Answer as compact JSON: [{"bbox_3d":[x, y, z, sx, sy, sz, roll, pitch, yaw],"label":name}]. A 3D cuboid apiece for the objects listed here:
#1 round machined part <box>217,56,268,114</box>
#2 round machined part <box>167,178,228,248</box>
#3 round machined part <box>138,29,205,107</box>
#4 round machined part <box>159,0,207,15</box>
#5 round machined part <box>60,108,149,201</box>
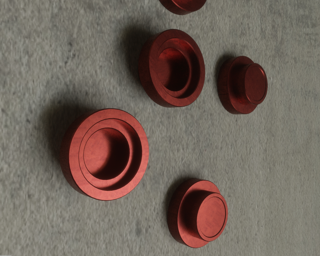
[{"bbox_3d":[0.143,-0.072,0.517,0.099,0.042,0.097,0,90,-40],"label":"round machined part"},{"bbox_3d":[0.061,0.124,0.448,0.099,0.042,0.097,0,90,-40],"label":"round machined part"},{"bbox_3d":[0.011,-0.075,0.404,0.099,0.042,0.097,0,90,-40],"label":"round machined part"},{"bbox_3d":[0.036,-0.211,0.426,0.099,0.042,0.097,0,90,-40],"label":"round machined part"},{"bbox_3d":[-0.063,0.028,0.342,0.099,0.042,0.097,0,90,-40],"label":"round machined part"}]
